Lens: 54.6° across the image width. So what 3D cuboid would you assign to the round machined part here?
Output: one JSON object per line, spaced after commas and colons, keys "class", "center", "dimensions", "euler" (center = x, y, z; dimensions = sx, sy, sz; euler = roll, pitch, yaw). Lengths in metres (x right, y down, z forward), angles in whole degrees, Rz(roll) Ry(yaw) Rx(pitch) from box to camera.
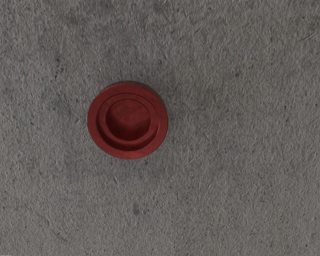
{"class": "round machined part", "center": [-0.039, -0.013, 0.396], "dimensions": [0.099, 0.042, 0.097], "euler": [0, 110, 0]}
